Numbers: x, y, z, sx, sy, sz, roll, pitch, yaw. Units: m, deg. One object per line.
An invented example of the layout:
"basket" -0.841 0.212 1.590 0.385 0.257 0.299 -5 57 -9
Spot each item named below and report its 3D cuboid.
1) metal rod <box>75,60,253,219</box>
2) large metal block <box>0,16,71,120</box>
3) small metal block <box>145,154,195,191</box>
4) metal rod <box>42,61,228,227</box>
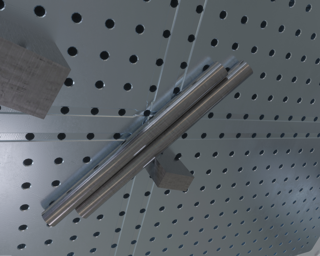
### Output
"metal rod" 0.005 0.015 0.423 0.300 0.025 0.025 -41 130 0
"large metal block" -0.133 -0.059 0.267 0.080 0.080 0.050 23 106 -37
"small metal block" 0.012 0.062 0.440 0.050 0.050 0.025 16 110 -35
"metal rod" -0.032 0.020 0.406 0.300 0.025 0.025 -41 130 0
